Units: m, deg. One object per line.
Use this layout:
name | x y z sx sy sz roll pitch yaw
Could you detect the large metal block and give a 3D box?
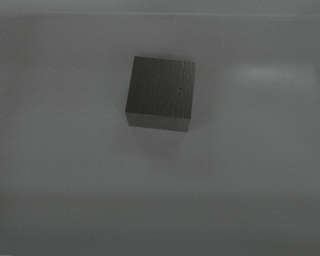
large metal block | 0.002 -0.044 0.413 0.080 0.050 0.080 6 70 2
